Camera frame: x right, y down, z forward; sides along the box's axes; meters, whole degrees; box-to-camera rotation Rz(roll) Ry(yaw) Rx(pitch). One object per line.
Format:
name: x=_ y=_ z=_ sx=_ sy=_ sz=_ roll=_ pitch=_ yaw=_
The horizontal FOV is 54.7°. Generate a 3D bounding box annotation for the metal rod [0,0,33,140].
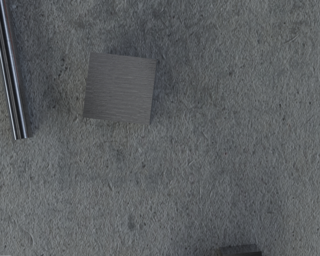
metal rod: x=-0.206 y=-0.133 z=0.407 sx=0.025 sy=0.025 sz=0.298 roll=-10 pitch=90 yaw=0

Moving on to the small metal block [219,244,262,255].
small metal block: x=0.108 y=0.186 z=0.412 sx=0.050 sy=0.025 sz=0.050 roll=-5 pitch=90 yaw=-1

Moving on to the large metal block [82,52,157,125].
large metal block: x=-0.049 y=-0.048 z=0.397 sx=0.081 sy=0.050 sz=0.079 roll=7 pitch=90 yaw=-1
